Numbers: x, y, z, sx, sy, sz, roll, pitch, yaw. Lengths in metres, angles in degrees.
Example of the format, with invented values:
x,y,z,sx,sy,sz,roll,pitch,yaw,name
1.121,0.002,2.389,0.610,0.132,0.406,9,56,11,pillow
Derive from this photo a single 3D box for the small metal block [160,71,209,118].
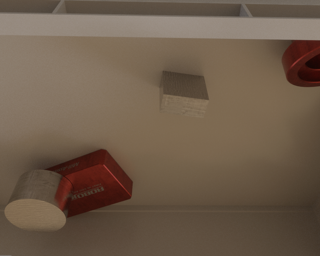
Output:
x,y,z,sx,sy,sz,roll,pitch,yaw,name
0.026,-0.040,0.359,0.050,0.050,0.025,7,130,-6,small metal block

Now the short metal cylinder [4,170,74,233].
x,y,z,sx,sy,sz,roll,pitch,yaw,name
-0.169,0.105,0.439,0.081,0.050,0.079,0,130,0,short metal cylinder

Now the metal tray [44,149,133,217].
x,y,z,sx,sy,sz,roll,pitch,yaw,name
-0.120,0.090,0.481,0.130,0.030,0.090,-20,128,15,metal tray

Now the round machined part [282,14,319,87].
x,y,z,sx,sy,sz,roll,pitch,yaw,name
0.174,-0.083,0.312,0.099,0.042,0.098,-6,160,-2,round machined part

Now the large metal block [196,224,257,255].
x,y,z,sx,sy,sz,roll,pitch,yaw,name
0.128,0.240,0.602,0.080,0.050,0.080,34,122,-26,large metal block
